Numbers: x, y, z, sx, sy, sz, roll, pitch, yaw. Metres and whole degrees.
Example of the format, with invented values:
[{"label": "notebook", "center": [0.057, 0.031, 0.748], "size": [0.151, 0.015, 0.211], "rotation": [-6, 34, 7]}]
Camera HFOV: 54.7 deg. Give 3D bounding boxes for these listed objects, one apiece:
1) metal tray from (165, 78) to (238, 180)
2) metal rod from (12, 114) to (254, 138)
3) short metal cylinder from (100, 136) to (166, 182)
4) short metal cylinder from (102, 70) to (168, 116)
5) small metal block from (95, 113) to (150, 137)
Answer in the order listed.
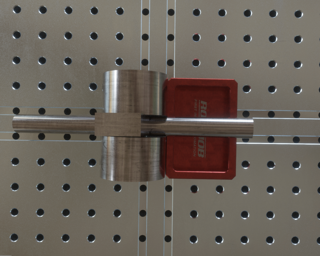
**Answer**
[{"label": "metal tray", "center": [0.053, 0.001, 0.411], "size": [0.091, 0.030, 0.129], "rotation": [1, 90, 0]}, {"label": "metal rod", "center": [-0.040, -0.003, 0.390], "size": [0.301, 0.025, 0.025], "rotation": [1, 90, 8]}, {"label": "short metal cylinder", "center": [-0.033, 0.035, 0.385], "size": [0.081, 0.080, 0.050], "rotation": [1, 90, 0]}, {"label": "short metal cylinder", "center": [-0.031, -0.040, 0.384], "size": [0.081, 0.080, 0.050], "rotation": [1, 90, 0]}, {"label": "small metal block", "center": [-0.041, -0.004, 0.353], "size": [0.050, 0.050, 0.025], "rotation": [1, 90, 8]}]
